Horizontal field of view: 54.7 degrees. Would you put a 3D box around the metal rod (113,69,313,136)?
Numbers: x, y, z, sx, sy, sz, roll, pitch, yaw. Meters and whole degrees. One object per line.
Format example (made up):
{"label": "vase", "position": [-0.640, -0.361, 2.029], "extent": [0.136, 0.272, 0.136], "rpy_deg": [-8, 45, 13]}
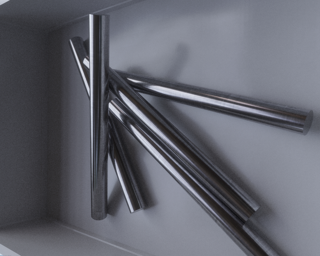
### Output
{"label": "metal rod", "position": [0.028, -0.043, 0.384], "extent": [0.300, 0.025, 0.025], "rpy_deg": [19, 102, 38]}

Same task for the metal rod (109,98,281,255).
{"label": "metal rod", "position": [0.026, 0.054, 0.385], "extent": [0.300, 0.025, 0.025], "rpy_deg": [44, 116, 31]}

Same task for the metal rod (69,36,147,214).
{"label": "metal rod", "position": [-0.086, -0.016, 0.477], "extent": [0.025, 0.025, 0.299], "rpy_deg": [-36, 68, 34]}

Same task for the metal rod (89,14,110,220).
{"label": "metal rod", "position": [-0.084, 0.000, 0.430], "extent": [0.025, 0.025, 0.298], "rpy_deg": [23, 119, 37]}

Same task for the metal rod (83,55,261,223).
{"label": "metal rod", "position": [-0.001, -0.003, 0.387], "extent": [0.300, 0.025, 0.025], "rpy_deg": [43, 116, 24]}
